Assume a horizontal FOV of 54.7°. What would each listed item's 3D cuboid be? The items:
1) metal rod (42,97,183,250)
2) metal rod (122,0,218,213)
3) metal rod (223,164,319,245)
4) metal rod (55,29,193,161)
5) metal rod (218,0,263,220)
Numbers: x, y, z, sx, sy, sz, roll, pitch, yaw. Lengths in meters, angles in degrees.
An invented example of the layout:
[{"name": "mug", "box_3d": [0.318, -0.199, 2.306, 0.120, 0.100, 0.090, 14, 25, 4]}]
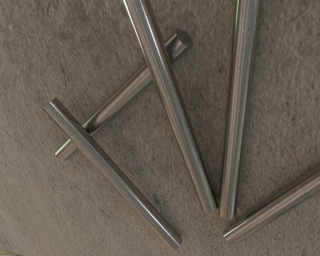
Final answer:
[{"name": "metal rod", "box_3d": [-0.062, 0.078, 0.464, 0.025, 0.025, 0.300, -25, 112, 36]}, {"name": "metal rod", "box_3d": [0.022, -0.011, 0.364, 0.025, 0.025, 0.299, -4, 124, 29]}, {"name": "metal rod", "box_3d": [0.172, 0.065, 0.355, 0.025, 0.025, 0.298, 39, 129, 2]}, {"name": "metal rod", "box_3d": [-0.068, -0.026, 0.424, 0.025, 0.025, 0.299, 48, 128, -6]}, {"name": "metal rod", "box_3d": [0.087, -0.010, 0.353, 0.025, 0.025, 0.298, 11, 123, 22]}]
